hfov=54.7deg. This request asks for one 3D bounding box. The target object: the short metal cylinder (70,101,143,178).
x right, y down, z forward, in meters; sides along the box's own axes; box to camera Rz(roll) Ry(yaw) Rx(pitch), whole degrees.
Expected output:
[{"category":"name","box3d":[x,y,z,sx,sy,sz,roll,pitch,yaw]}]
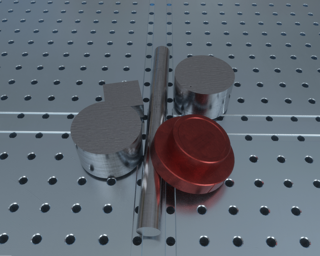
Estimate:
[{"category":"short metal cylinder","box3d":[-0.062,0.013,0.374,0.081,0.050,0.080,0,50,0]}]

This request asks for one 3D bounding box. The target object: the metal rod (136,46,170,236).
[{"category":"metal rod","box3d":[-0.004,-0.009,0.410,0.025,0.025,0.300,2,50,2]}]

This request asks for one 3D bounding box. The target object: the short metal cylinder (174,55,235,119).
[{"category":"short metal cylinder","box3d":[0.060,-0.057,0.434,0.081,0.050,0.080,0,50,0]}]

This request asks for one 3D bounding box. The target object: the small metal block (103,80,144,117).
[{"category":"small metal block","box3d":[-0.051,-0.038,0.434,0.050,0.025,0.050,-9,51,-7]}]

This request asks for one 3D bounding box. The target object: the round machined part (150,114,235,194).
[{"category":"round machined part","box3d":[0.041,0.023,0.357,0.099,0.042,0.098,11,48,-12]}]
